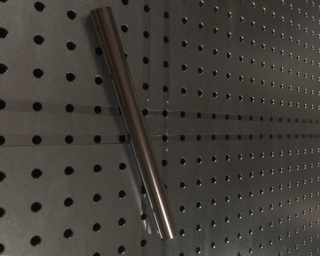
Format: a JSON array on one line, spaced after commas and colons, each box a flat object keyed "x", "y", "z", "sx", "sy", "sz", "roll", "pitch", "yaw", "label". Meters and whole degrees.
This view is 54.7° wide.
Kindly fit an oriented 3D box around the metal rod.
[{"x": -0.028, "y": 0.005, "z": 0.387, "sx": 0.025, "sy": 0.025, "sz": 0.298, "roll": -27, "pitch": 107, "yaw": -37, "label": "metal rod"}]
